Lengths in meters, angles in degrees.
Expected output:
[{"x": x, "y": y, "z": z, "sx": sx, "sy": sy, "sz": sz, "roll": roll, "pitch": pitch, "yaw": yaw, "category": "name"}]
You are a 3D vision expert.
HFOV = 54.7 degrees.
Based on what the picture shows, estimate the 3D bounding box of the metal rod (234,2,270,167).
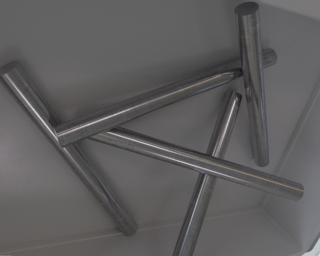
[{"x": 0.134, "y": -0.033, "z": 0.432, "sx": 0.025, "sy": 0.025, "sz": 0.299, "roll": -33, "pitch": 138, "yaw": -7, "category": "metal rod"}]

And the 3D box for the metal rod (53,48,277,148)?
[{"x": 0.023, "y": -0.045, "z": 0.377, "sx": 0.302, "sy": 0.025, "sz": 0.025, "roll": -23, "pitch": 127, "yaw": -21, "category": "metal rod"}]

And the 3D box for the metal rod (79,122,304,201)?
[{"x": 0.048, "y": 0.042, "z": 0.391, "sx": 0.302, "sy": 0.025, "sz": 0.025, "roll": 18, "pitch": 110, "yaw": -12, "category": "metal rod"}]

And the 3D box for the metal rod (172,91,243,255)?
[{"x": 0.056, "y": 0.092, "z": 0.416, "sx": 0.025, "sy": 0.025, "sz": 0.299, "roll": 27, "pitch": 79, "yaw": -37, "category": "metal rod"}]

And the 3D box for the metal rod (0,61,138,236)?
[{"x": -0.096, "y": 0.050, "z": 0.386, "sx": 0.025, "sy": 0.025, "sz": 0.299, "roll": -32, "pitch": 129, "yaw": -8, "category": "metal rod"}]
